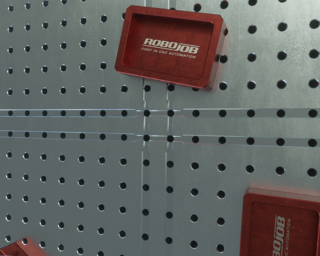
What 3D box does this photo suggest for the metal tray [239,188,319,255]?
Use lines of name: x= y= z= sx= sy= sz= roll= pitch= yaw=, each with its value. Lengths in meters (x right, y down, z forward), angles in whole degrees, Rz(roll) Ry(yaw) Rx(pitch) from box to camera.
metal tray: x=0.140 y=0.142 z=0.360 sx=0.090 sy=0.030 sz=0.129 roll=4 pitch=91 yaw=20

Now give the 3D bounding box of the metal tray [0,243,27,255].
metal tray: x=-0.247 y=0.265 z=0.498 sx=0.090 sy=0.030 sz=0.130 roll=36 pitch=101 yaw=16

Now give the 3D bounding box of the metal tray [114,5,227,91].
metal tray: x=0.012 y=-0.105 z=0.406 sx=0.130 sy=0.030 sz=0.090 roll=14 pitch=95 yaw=19
